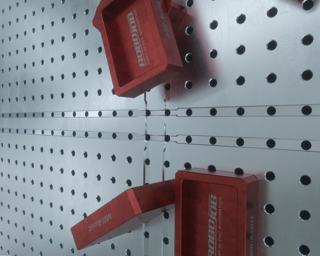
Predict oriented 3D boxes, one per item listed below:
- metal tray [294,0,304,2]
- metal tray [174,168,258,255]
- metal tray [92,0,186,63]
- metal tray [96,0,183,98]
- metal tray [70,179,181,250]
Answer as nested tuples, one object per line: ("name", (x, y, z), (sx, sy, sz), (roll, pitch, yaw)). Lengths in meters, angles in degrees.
("metal tray", (0.132, -0.201, 0.296), (0.090, 0.030, 0.129), (41, 114, 32))
("metal tray", (0.061, 0.115, 0.353), (0.090, 0.030, 0.129), (1, 91, 39))
("metal tray", (-0.035, -0.155, 0.432), (0.130, 0.030, 0.089), (45, 116, 30))
("metal tray", (-0.030, -0.113, 0.388), (0.090, 0.030, 0.129), (-23, 76, 37))
("metal tray", (-0.042, 0.111, 0.399), (0.130, 0.091, 0.030), (-38, 67, 33))
